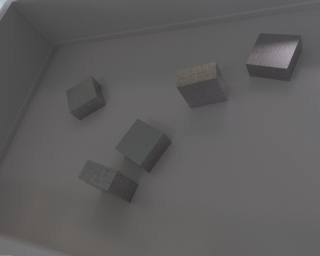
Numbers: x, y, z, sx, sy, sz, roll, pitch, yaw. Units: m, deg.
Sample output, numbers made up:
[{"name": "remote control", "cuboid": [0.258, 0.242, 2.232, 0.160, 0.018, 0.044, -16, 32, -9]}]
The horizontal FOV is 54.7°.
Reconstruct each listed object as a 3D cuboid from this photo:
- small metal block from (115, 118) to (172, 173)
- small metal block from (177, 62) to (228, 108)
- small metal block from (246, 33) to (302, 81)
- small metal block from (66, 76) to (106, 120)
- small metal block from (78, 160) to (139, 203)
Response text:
[{"name": "small metal block", "cuboid": [-0.022, 0.022, 0.404, 0.050, 0.025, 0.050, 29, 77, 37]}, {"name": "small metal block", "cuboid": [0.054, -0.053, 0.394, 0.050, 0.050, 0.025, -11, 57, 22]}, {"name": "small metal block", "cuboid": [0.142, -0.089, 0.386, 0.050, 0.025, 0.050, 16, 70, 34]}, {"name": "small metal block", "cuboid": [-0.120, -0.048, 0.499, 0.050, 0.025, 0.050, -29, 52, 9]}, {"name": "small metal block", "cuboid": [-0.063, 0.066, 0.382, 0.050, 0.050, 0.025, 13, 68, 33]}]
